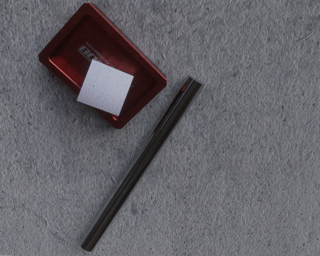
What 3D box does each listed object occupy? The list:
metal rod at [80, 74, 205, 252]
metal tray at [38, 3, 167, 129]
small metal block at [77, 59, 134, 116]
[{"bbox_3d":[-0.032,0.059,0.431,0.025,0.025,0.298,30,107,-11],"label":"metal rod"},{"bbox_3d":[-0.067,-0.073,0.379,0.090,0.030,0.130,-43,105,14],"label":"metal tray"},{"bbox_3d":[-0.065,-0.047,0.367,0.050,0.025,0.050,21,90,-16],"label":"small metal block"}]
